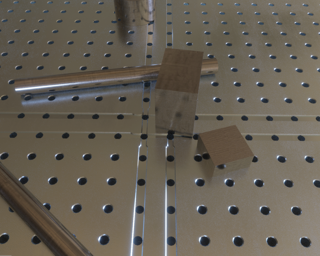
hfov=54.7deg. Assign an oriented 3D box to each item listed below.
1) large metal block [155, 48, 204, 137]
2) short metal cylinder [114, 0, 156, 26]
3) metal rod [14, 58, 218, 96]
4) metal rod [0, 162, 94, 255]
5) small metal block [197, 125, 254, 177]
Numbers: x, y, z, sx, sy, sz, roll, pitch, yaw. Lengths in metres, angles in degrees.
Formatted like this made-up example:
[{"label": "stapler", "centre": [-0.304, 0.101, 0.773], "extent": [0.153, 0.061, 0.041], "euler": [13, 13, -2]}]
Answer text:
[{"label": "large metal block", "centre": [0.026, -0.047, 0.412], "extent": [0.050, 0.080, 0.080], "euler": [7, 51, 6]}, {"label": "short metal cylinder", "centre": [-0.047, -0.239, 0.592], "extent": [0.081, 0.050, 0.080], "euler": [0, 50, 0]}, {"label": "metal rod", "centre": [-0.061, -0.079, 0.473], "extent": [0.302, 0.025, 0.025], "euler": [-7, 51, -6]}, {"label": "metal rod", "centre": [-0.171, 0.066, 0.350], "extent": [0.300, 0.025, 0.025], "euler": [34, 58, 25]}, {"label": "small metal block", "centre": [0.080, 0.028, 0.385], "extent": [0.050, 0.025, 0.050], "euler": [-13, 51, -11]}]
